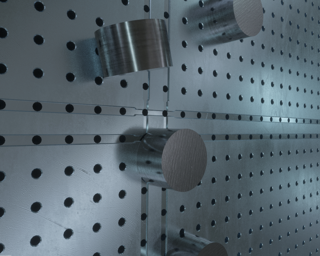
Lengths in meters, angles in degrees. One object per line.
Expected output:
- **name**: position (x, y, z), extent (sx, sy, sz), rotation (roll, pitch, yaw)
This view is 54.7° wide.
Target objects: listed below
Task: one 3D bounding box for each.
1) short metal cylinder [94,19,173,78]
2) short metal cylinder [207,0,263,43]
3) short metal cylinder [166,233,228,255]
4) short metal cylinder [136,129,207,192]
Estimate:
- **short metal cylinder**: position (-0.029, -0.088, 0.351), extent (0.081, 0.080, 0.050), rotation (-17, 102, -39)
- **short metal cylinder**: position (0.122, -0.182, 0.497), extent (0.081, 0.050, 0.079), rotation (0, 90, -40)
- **short metal cylinder**: position (0.052, 0.196, 0.440), extent (0.081, 0.050, 0.079), rotation (0, 90, -40)
- **short metal cylinder**: position (0.016, 0.040, 0.409), extent (0.081, 0.050, 0.079), rotation (0, 90, -40)
